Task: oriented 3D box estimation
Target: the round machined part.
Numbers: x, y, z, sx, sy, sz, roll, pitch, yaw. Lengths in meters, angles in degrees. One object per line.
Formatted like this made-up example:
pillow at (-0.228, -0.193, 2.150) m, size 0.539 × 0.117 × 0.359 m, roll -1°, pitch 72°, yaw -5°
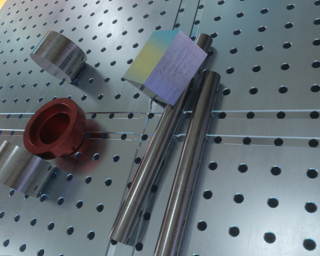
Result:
round machined part at (-0.155, 0.005, 0.474) m, size 0.098 × 0.042 × 0.098 m, roll -13°, pitch 54°, yaw 19°

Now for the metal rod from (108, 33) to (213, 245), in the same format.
metal rod at (0.009, 0.000, 0.403) m, size 0.025 × 0.025 × 0.300 m, roll 11°, pitch 67°, yaw 33°

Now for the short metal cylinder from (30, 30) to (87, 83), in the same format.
short metal cylinder at (-0.176, -0.123, 0.541) m, size 0.080 × 0.080 × 0.050 m, roll 19°, pitch 72°, yaw 35°

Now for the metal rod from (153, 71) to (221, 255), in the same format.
metal rod at (0.028, 0.062, 0.355) m, size 0.025 × 0.025 × 0.300 m, roll 3°, pitch 63°, yaw 30°

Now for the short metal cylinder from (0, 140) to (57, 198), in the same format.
short metal cylinder at (-0.197, 0.059, 0.441) m, size 0.080 × 0.080 × 0.050 m, roll 15°, pitch 70°, yaw 34°

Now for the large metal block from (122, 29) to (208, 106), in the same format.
large metal block at (0.004, -0.083, 0.417) m, size 0.080 × 0.050 × 0.080 m, roll -56°, pitch 29°, yaw -2°
